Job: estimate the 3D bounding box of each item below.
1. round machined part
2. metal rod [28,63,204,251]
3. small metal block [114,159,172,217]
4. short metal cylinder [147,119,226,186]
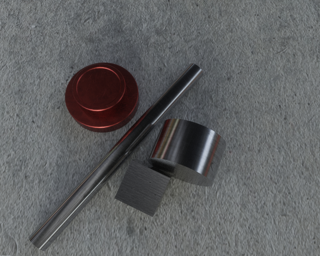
[{"bbox_3d":[-0.078,-0.046,0.415,0.099,0.042,0.098,0,70,0],"label":"round machined part"},{"bbox_3d":[-0.045,0.026,0.398,0.025,0.025,0.301,38,74,12],"label":"metal rod"},{"bbox_3d":[-0.019,0.071,0.374,0.050,0.025,0.050,24,91,8],"label":"small metal block"},{"bbox_3d":[0.032,0.030,0.368,0.080,0.080,0.050,21,71,7],"label":"short metal cylinder"}]
